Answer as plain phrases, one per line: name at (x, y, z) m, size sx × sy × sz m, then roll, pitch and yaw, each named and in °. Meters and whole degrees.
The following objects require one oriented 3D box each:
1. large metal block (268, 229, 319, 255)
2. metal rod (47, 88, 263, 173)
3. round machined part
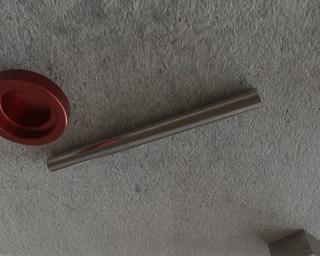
large metal block at (0.275, 0.252, 0.609) m, size 0.080 × 0.050 × 0.080 m, roll 36°, pitch 121°, yaw -27°
metal rod at (-0.018, 0.008, 0.413) m, size 0.301 × 0.025 × 0.025 m, roll -18°, pitch 128°, yaw 14°
round machined part at (-0.157, -0.028, 0.370) m, size 0.099 × 0.042 × 0.097 m, roll 0°, pitch 130°, yaw 0°
